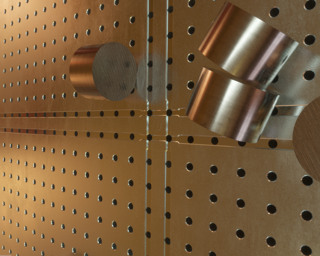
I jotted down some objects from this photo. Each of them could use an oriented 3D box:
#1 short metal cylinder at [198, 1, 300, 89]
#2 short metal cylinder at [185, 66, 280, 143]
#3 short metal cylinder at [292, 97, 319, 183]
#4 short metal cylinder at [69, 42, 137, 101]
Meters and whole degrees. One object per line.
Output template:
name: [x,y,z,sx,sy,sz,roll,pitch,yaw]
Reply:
short metal cylinder: [0.085,-0.081,0.303,0.080,0.081,0.050,45,117,30]
short metal cylinder: [0.072,-0.025,0.314,0.080,0.081,0.050,32,110,35]
short metal cylinder: [0.161,0.009,0.260,0.080,0.050,0.079,0,90,40]
short metal cylinder: [-0.079,-0.079,0.439,0.050,0.081,0.079,8,95,40]
